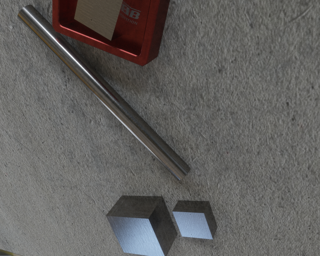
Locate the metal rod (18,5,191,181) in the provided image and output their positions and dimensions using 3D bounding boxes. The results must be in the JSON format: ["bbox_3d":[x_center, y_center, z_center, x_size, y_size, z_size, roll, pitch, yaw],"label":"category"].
[{"bbox_3d":[-0.071,-0.044,0.415,0.300,0.025,0.025,46,129,-5],"label":"metal rod"}]

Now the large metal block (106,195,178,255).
[{"bbox_3d":[-0.028,0.158,0.501,0.080,0.050,0.080,-6,116,30],"label":"large metal block"}]

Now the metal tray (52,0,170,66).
[{"bbox_3d":[-0.059,-0.135,0.348,0.130,0.030,0.089,24,127,13],"label":"metal tray"}]

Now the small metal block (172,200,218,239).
[{"bbox_3d":[0.053,0.136,0.462,0.050,0.025,0.050,-6,116,30],"label":"small metal block"}]

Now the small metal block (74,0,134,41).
[{"bbox_3d":[-0.061,-0.133,0.339,0.050,0.025,0.050,32,128,7],"label":"small metal block"}]
